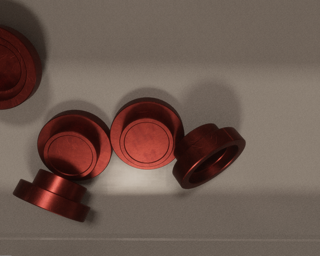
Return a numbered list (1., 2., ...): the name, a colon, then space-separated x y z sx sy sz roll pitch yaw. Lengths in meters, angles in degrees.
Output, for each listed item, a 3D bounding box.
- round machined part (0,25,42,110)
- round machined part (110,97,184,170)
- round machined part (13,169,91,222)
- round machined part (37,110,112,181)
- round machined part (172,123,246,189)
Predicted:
1. round machined part: -0.191 -0.074 0.372 0.099 0.042 0.097 0 110 -1
2. round machined part: -0.017 0.012 0.407 0.099 0.042 0.097 0 110 -1
3. round machined part: -0.138 0.087 0.413 0.098 0.098 0.042 26 73 -10
4. round machined part: -0.113 0.028 0.411 0.099 0.042 0.097 0 110 -1
5. round machined part: 0.057 0.032 0.396 0.098 0.098 0.042 -43 61 14
